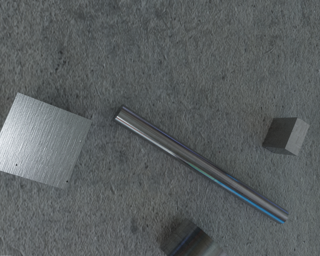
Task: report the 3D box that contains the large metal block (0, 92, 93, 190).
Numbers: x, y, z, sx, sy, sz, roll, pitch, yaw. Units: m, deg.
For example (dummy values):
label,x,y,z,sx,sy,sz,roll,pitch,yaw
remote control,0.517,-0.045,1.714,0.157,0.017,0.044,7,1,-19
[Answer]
label,x,y,z,sx,sy,sz,roll,pitch,yaw
large metal block,-0.132,0.015,0.347,0.080,0.050,0.080,22,83,-19

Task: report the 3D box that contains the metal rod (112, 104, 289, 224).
label,x,y,z,sx,sy,sz,roll,pitch,yaw
metal rod,0.068,0.059,0.434,0.301,0.025,0.025,33,79,-17

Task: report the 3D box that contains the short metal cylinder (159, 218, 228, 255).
label,x,y,z,sx,sy,sz,roll,pitch,yaw
short metal cylinder,0.045,0.163,0.397,0.050,0.080,0.080,-45,104,-14

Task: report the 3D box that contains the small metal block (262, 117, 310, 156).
label,x,y,z,sx,sy,sz,roll,pitch,yaw
small metal block,0.188,0.012,0.466,0.025,0.050,0.050,29,81,-18
